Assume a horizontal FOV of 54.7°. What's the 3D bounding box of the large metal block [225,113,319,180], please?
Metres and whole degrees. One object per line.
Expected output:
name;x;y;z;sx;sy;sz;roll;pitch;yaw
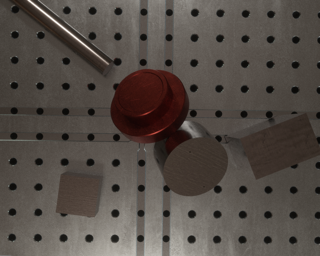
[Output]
large metal block;0.136;0.020;0.388;0.080;0.080;0.050;-21;90;0

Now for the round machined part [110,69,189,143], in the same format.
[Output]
round machined part;-0.017;-0.034;0.381;0.098;0.042;0.098;-9;59;15

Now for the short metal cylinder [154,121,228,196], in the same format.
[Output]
short metal cylinder;0.037;0.037;0.386;0.081;0.050;0.079;-6;114;-13

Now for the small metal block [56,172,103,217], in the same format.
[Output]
small metal block;-0.106;0.088;0.412;0.050;0.025;0.050;7;90;-1

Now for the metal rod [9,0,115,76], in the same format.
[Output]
metal rod;-0.186;-0.173;0.410;0.300;0.025;0.025;39;90;-1
